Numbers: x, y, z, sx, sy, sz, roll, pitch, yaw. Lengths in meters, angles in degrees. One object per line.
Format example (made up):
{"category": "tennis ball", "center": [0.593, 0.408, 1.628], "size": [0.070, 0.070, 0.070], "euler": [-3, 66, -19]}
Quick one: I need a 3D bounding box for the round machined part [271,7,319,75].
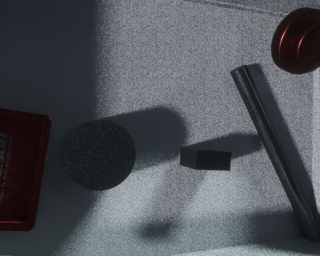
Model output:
{"category": "round machined part", "center": [0.222, -0.127, 0.465], "size": [0.099, 0.042, 0.097], "euler": [-9, 120, -16]}

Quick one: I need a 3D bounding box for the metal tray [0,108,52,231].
{"category": "metal tray", "center": [-0.177, 0.044, 0.342], "size": [0.091, 0.030, 0.129], "euler": [9, 87, -20]}

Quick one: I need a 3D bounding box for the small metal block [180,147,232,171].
{"category": "small metal block", "center": [0.061, 0.042, 0.421], "size": [0.050, 0.050, 0.025], "euler": [5, 89, -20]}

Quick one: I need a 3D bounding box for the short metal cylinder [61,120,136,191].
{"category": "short metal cylinder", "center": [-0.075, 0.030, 0.370], "size": [0.081, 0.050, 0.079], "euler": [0, 90, -21]}

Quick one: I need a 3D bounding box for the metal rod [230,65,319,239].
{"category": "metal rod", "center": [0.183, 0.043, 0.480], "size": [0.025, 0.025, 0.299], "euler": [-31, 100, -18]}
